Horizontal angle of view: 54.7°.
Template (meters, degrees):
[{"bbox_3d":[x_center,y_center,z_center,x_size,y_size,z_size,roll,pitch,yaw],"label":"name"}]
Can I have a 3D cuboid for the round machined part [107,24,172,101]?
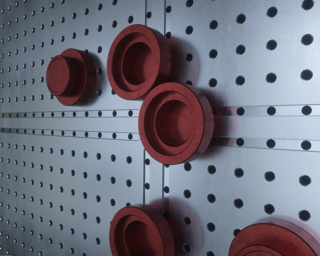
[{"bbox_3d":[-0.023,-0.085,0.415,0.098,0.042,0.097,0,90,39],"label":"round machined part"}]

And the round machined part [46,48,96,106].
[{"bbox_3d":[-0.156,-0.086,0.524,0.098,0.042,0.097,0,90,39],"label":"round machined part"}]

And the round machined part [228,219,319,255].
[{"bbox_3d":[0.111,0.144,0.306,0.098,0.042,0.097,0,90,39],"label":"round machined part"}]

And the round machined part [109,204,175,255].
[{"bbox_3d":[-0.019,0.150,0.412,0.098,0.042,0.097,0,90,39],"label":"round machined part"}]

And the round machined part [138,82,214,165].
[{"bbox_3d":[0.023,-0.006,0.378,0.098,0.042,0.097,0,90,39],"label":"round machined part"}]
